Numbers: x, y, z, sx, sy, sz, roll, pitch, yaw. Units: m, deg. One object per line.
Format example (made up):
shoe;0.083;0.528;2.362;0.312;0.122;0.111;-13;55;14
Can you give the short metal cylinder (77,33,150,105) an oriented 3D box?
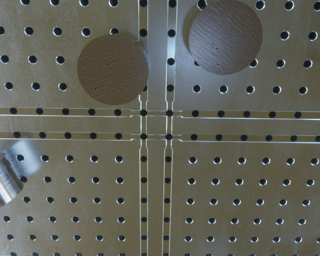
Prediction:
short metal cylinder;-0.053;-0.073;0.373;0.081;0.050;0.079;0;110;0

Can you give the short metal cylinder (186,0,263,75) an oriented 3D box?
short metal cylinder;0.072;-0.106;0.361;0.081;0.050;0.079;0;110;0

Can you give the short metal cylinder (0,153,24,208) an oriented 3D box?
short metal cylinder;-0.232;0.075;0.409;0.080;0.080;0.050;-18;109;6
